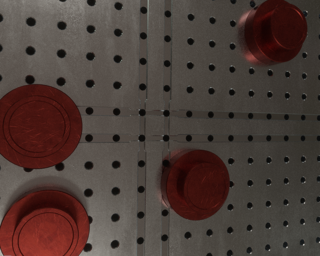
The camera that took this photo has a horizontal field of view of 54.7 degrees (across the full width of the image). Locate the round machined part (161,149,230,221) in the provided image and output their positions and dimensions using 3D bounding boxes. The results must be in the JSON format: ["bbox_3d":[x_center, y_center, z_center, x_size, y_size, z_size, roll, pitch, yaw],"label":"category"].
[{"bbox_3d":[0.054,0.079,0.425,0.099,0.042,0.097,0,90,-21],"label":"round machined part"}]

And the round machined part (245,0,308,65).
[{"bbox_3d":[0.184,-0.149,0.473,0.099,0.042,0.097,0,90,-21],"label":"round machined part"}]

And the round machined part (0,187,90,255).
[{"bbox_3d":[-0.131,0.120,0.356,0.099,0.042,0.097,0,90,-21],"label":"round machined part"}]

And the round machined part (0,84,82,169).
[{"bbox_3d":[-0.139,-0.002,0.353,0.099,0.042,0.097,0,90,-20],"label":"round machined part"}]
